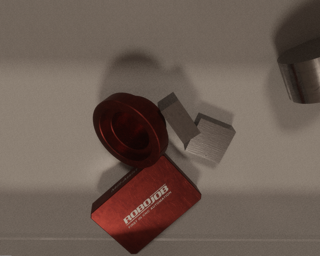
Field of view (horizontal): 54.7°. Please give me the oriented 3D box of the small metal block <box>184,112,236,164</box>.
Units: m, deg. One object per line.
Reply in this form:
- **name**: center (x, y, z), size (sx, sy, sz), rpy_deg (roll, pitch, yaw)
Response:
- **small metal block**: center (0.066, 0.014, 0.417), size (0.050, 0.025, 0.050), rpy_deg (21, 109, -8)

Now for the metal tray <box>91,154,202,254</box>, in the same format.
- **metal tray**: center (-0.019, 0.103, 0.435), size (0.130, 0.030, 0.090), rpy_deg (-41, 106, 3)

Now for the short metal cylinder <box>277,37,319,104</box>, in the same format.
- **short metal cylinder**: center (0.185, -0.069, 0.359), size (0.080, 0.080, 0.050), rpy_deg (-23, 109, 8)

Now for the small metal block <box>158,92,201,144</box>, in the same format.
- **small metal block**: center (0.023, -0.014, 0.392), size (0.025, 0.050, 0.050), rpy_deg (-34, 107, 6)

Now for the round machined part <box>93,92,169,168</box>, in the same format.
- **round machined part**: center (-0.031, -0.001, 0.385), size (0.098, 0.042, 0.097), rpy_deg (20, 132, 24)
